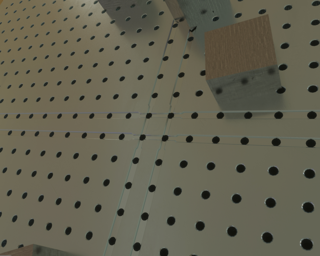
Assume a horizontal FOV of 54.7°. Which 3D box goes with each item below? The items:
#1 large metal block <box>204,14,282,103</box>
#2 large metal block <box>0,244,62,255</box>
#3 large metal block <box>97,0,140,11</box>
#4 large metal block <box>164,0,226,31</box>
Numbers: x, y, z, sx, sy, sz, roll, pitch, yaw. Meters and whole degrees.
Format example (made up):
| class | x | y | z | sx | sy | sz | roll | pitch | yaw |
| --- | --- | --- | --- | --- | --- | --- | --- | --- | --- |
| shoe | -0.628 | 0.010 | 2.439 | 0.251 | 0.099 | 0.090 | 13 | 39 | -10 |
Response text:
| class | x | y | z | sx | sy | sz | roll | pitch | yaw |
| --- | --- | --- | --- | --- | --- | --- | --- | --- | --- |
| large metal block | 0.103 | -0.086 | 0.390 | 0.080 | 0.050 | 0.080 | -10 | 57 | 22 |
| large metal block | -0.165 | 0.190 | 0.360 | 0.080 | 0.050 | 0.080 | -20 | 54 | 15 |
| large metal block | -0.086 | -0.276 | 0.585 | 0.080 | 0.080 | 0.050 | 2 | 63 | 29 |
| large metal block | 0.050 | -0.214 | 0.477 | 0.080 | 0.080 | 0.050 | -41 | 51 | 0 |
